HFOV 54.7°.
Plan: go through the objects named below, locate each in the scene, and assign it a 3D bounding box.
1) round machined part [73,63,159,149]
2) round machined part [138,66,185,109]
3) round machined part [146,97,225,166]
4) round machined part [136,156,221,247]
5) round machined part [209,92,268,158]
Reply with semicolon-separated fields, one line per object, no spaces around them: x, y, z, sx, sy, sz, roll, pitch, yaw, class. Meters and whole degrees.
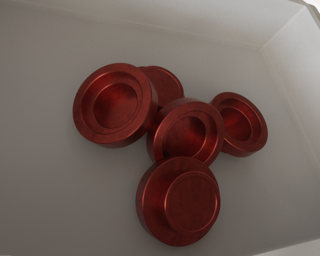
-0.048;-0.023;0.362;0.042;0.098;0.098;44;28;-63;round machined part
-0.007;-0.045;0.420;0.099;0.042;0.098;14;56;-21;round machined part
0.028;0.009;0.383;0.099;0.097;0.042;1;18;-28;round machined part
0.027;0.080;0.339;0.099;0.042;0.097;2;85;-26;round machined part
0.105;-0.001;0.454;0.099;0.042;0.098;14;56;-21;round machined part
